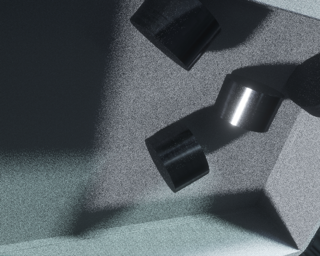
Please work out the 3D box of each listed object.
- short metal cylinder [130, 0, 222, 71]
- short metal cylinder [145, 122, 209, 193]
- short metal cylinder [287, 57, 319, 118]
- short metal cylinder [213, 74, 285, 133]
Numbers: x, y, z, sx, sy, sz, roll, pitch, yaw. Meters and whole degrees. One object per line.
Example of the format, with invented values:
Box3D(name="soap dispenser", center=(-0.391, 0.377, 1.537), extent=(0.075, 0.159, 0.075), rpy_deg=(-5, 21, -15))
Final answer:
Box3D(name="short metal cylinder", center=(0.016, -0.104, 0.319), extent=(0.050, 0.080, 0.080), rpy_deg=(-50, 129, 7))
Box3D(name="short metal cylinder", center=(0.022, 0.038, 0.410), extent=(0.050, 0.080, 0.080), rpy_deg=(-28, 128, -11))
Box3D(name="short metal cylinder", center=(0.245, -0.061, 0.472), extent=(0.050, 0.080, 0.080), rpy_deg=(23, 106, -37))
Box3D(name="short metal cylinder", center=(0.118, -0.035, 0.418), extent=(0.081, 0.080, 0.050), rpy_deg=(5, 116, -31))
